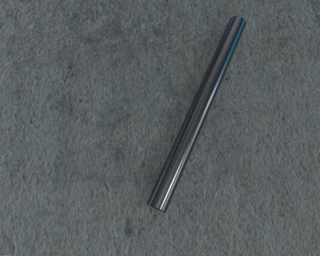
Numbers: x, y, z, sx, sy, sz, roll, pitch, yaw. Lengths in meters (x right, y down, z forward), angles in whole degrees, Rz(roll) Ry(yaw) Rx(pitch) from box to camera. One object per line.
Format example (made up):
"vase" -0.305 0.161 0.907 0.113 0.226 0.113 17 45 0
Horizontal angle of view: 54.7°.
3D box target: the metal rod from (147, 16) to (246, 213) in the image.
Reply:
"metal rod" 0.057 -0.032 0.420 0.025 0.025 0.300 23 71 8
